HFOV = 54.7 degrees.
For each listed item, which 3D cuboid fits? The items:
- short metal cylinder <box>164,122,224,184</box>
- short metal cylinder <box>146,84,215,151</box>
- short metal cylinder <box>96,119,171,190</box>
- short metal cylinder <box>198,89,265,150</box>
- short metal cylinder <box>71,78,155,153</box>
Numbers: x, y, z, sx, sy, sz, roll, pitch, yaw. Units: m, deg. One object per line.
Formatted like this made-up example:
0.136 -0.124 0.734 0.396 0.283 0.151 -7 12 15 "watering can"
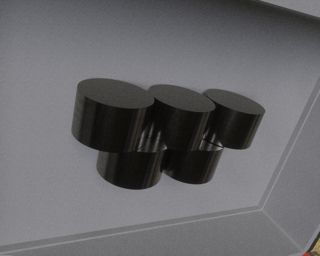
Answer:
0.040 0.030 0.411 0.081 0.080 0.050 1 118 -29 "short metal cylinder"
0.020 -0.014 0.373 0.081 0.080 0.050 1 118 -29 "short metal cylinder"
-0.032 0.029 0.371 0.081 0.080 0.050 1 118 -29 "short metal cylinder"
0.091 -0.013 0.412 0.081 0.080 0.050 2 118 -29 "short metal cylinder"
-0.051 -0.016 0.333 0.081 0.080 0.050 1 118 -29 "short metal cylinder"
